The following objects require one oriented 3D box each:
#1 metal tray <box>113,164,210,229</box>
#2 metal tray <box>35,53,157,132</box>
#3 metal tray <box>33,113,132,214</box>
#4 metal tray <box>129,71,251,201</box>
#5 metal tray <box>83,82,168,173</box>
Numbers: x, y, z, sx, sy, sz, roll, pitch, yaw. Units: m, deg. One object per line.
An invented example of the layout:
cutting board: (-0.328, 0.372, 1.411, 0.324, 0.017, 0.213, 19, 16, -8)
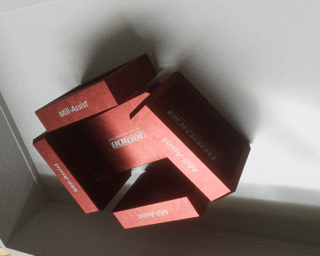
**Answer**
metal tray: (0.010, 0.083, 0.409, 0.130, 0.090, 0.030, -22, 107, 36)
metal tray: (-0.078, -0.042, 0.377, 0.130, 0.090, 0.030, -17, 110, 34)
metal tray: (-0.106, 0.045, 0.445, 0.030, 0.090, 0.130, -23, 106, 36)
metal tray: (0.039, 0.006, 0.347, 0.130, 0.090, 0.030, 45, 130, -4)
metal tray: (-0.033, 0.004, 0.420, 0.130, 0.030, 0.090, -21, 107, 35)
